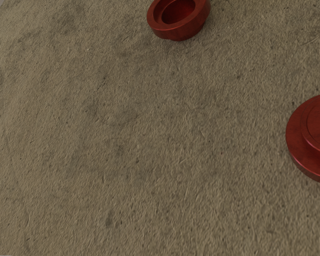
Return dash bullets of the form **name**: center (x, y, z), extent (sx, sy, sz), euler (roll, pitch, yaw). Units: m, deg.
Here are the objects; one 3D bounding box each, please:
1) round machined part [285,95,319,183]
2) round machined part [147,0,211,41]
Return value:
- **round machined part**: center (0.174, 0.004, 0.299), extent (0.098, 0.042, 0.098), euler (-13, 56, 21)
- **round machined part**: center (0.032, -0.175, 0.484), extent (0.098, 0.042, 0.098), euler (-13, 56, 21)
